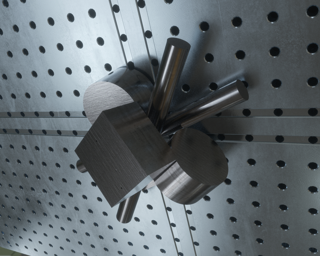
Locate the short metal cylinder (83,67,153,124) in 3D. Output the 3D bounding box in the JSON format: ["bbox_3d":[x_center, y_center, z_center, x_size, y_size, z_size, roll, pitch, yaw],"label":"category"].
[{"bbox_3d":[-0.050,-0.031,0.397,0.080,0.050,0.079,13,124,21],"label":"short metal cylinder"}]

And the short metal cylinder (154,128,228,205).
[{"bbox_3d":[0.036,0.047,0.381,0.080,0.080,0.050,40,130,1],"label":"short metal cylinder"}]

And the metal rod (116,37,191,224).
[{"bbox_3d":[-0.019,0.027,0.401,0.025,0.025,0.298,27,128,11],"label":"metal rod"}]

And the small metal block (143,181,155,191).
[{"bbox_3d":[-0.018,0.058,0.452,0.050,0.025,0.050,-31,101,38],"label":"small metal block"}]

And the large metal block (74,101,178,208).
[{"bbox_3d":[-0.040,0.030,0.348,0.080,0.050,0.080,54,131,12],"label":"large metal block"}]

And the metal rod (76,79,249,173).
[{"bbox_3d":[-0.019,0.011,0.423,0.299,0.025,0.025,-26,105,37],"label":"metal rod"}]
